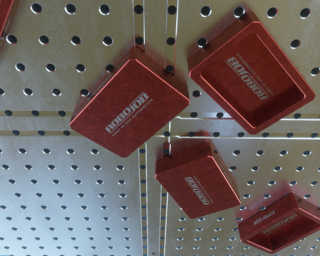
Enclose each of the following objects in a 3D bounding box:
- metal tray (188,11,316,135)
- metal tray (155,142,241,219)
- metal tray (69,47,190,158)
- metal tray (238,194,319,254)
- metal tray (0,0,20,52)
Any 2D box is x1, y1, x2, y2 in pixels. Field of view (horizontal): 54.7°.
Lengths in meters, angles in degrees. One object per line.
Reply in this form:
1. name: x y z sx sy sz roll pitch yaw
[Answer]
1. metal tray: 0.107 -0.057 0.361 0.090 0.030 0.130 -36 122 26
2. metal tray: 0.061 0.086 0.483 0.090 0.030 0.130 -23 127 17
3. metal tray: -0.039 -0.025 0.386 0.090 0.030 0.130 34 122 -26
4. metal tray: 0.220 0.178 0.563 0.090 0.030 0.129 29 124 -23
5. metal tray: -0.203 -0.113 0.309 0.090 0.030 0.129 27 125 -22
